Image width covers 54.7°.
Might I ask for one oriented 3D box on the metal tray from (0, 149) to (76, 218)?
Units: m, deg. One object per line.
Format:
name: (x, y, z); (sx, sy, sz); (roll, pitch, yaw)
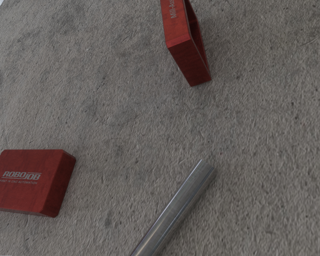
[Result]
metal tray: (-0.194, 0.078, 0.455); (0.130, 0.030, 0.090); (-2, 61, 27)

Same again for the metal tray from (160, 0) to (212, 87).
metal tray: (0.034, -0.133, 0.425); (0.030, 0.090, 0.130); (-18, 55, 18)

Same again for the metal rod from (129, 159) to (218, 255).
metal rod: (-0.036, 0.160, 0.324); (0.025, 0.025, 0.300); (30, 78, 37)
